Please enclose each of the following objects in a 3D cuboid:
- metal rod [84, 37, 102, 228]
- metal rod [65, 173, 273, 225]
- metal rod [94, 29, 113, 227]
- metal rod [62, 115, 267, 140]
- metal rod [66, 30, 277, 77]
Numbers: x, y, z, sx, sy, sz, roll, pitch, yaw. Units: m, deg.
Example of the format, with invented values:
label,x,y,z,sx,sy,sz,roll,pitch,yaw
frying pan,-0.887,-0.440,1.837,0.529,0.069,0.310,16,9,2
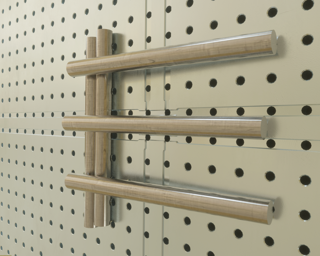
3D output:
label,x,y,z,sx,sy,sz,roll,pitch,yaw
metal rod,-0.107,0.007,0.494,0.025,0.025,0.298,1,91,39
metal rod,-0.013,0.084,0.399,0.300,0.025,0.025,1,91,33
metal rod,-0.088,0.000,0.478,0.025,0.025,0.298,1,91,39
metal rod,-0.018,-0.004,0.402,0.300,0.025,0.025,2,91,33
metal rod,-0.010,-0.089,0.396,0.300,0.025,0.025,1,91,33
